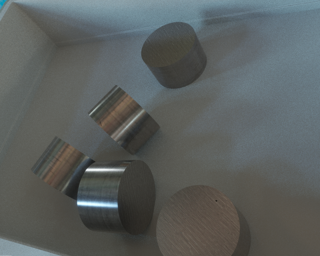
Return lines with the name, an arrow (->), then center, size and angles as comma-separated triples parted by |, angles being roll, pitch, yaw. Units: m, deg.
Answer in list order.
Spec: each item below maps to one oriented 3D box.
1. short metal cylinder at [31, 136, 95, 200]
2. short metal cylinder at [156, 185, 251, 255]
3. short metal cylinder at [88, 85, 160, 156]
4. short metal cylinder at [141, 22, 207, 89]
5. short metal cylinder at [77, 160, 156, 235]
short metal cylinder -> -0.115, 0.053, 0.398 | 0.080, 0.080, 0.050 | 24, 75, 36
short metal cylinder -> 0.043, 0.102, 0.304 | 0.080, 0.050, 0.080 | -13, 56, 21
short metal cylinder -> -0.046, -0.010, 0.401 | 0.050, 0.080, 0.080 | -46, 51, -4
short metal cylinder -> 0.021, -0.103, 0.442 | 0.080, 0.050, 0.080 | -13, 56, 21
short metal cylinder -> -0.046, 0.076, 0.348 | 0.050, 0.080, 0.080 | -4, 60, 26
